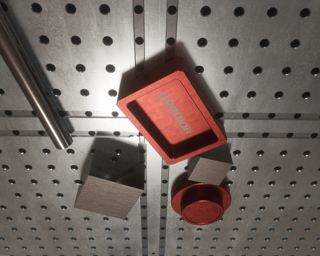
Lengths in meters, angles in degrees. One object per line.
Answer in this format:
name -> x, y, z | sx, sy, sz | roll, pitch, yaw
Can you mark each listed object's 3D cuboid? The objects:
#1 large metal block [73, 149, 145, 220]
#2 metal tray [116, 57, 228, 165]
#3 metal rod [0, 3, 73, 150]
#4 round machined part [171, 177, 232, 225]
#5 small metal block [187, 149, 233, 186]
large metal block -> -0.076, 0.087, 0.469 | 0.081, 0.050, 0.079 | 19, 128, -16
metal tray -> 0.018, -0.015, 0.395 | 0.090, 0.030, 0.130 | -25, 126, 19
metal rod -> -0.163, -0.090, 0.332 | 0.025, 0.025, 0.298 | -9, 130, 7
round machined part -> 0.068, 0.123, 0.506 | 0.099, 0.042, 0.097 | -1, 130, 0
small metal block -> 0.073, 0.056, 0.461 | 0.050, 0.025, 0.050 | 13, 129, -11
